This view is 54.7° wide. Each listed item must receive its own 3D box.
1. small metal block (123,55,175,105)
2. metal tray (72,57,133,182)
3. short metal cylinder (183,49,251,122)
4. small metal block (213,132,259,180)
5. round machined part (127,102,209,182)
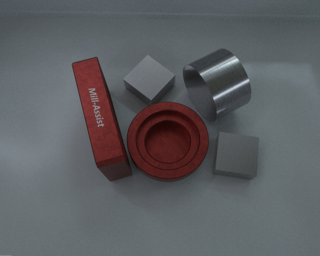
[{"bbox_3d":[-0.014,-0.065,0.431,0.050,0.025,0.050,38,75,14],"label":"small metal block"},{"bbox_3d":[-0.068,-0.008,0.375,0.030,0.090,0.130,-16,71,-6],"label":"metal tray"},{"bbox_3d":[0.072,-0.055,0.400,0.050,0.080,0.080,-28,73,-10],"label":"short metal cylinder"},{"bbox_3d":[0.097,0.036,0.396,0.050,0.025,0.050,8,70,4],"label":"small metal block"},{"bbox_3d":[0.009,0.020,0.390,0.099,0.042,0.098,0,70,-1],"label":"round machined part"}]
